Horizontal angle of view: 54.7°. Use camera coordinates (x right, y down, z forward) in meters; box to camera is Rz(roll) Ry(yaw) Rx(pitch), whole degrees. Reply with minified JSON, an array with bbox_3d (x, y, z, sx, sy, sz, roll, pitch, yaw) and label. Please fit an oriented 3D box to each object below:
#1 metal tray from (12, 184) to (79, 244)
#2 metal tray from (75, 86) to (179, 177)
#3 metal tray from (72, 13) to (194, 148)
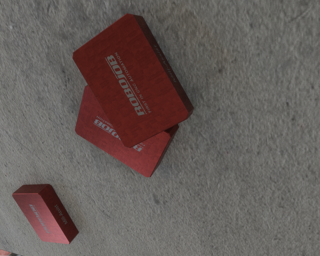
[{"bbox_3d":[-0.233,0.176,0.632,0.090,0.030,0.129,-8,115,31],"label":"metal tray"},{"bbox_3d":[-0.049,0.001,0.429,0.130,0.030,0.089,31,128,7],"label":"metal tray"},{"bbox_3d":[-0.031,-0.052,0.361,0.090,0.030,0.130,-28,95,23],"label":"metal tray"}]
